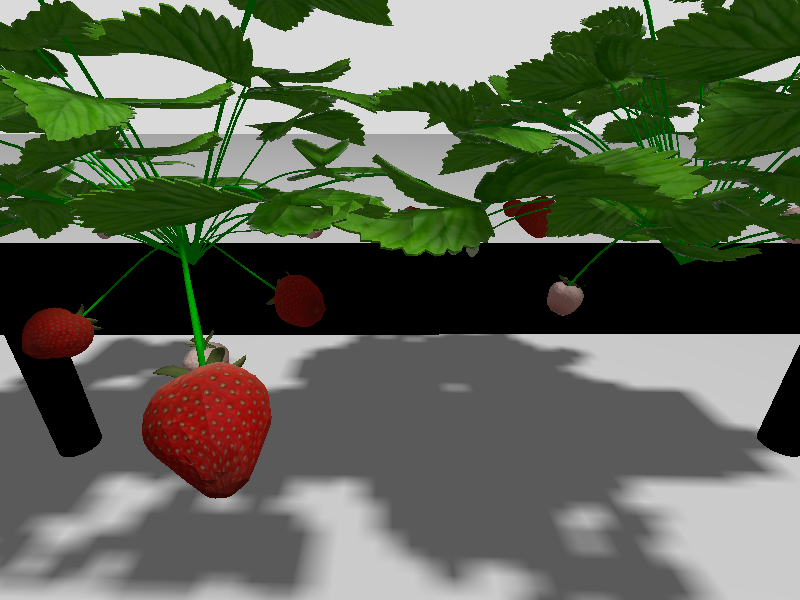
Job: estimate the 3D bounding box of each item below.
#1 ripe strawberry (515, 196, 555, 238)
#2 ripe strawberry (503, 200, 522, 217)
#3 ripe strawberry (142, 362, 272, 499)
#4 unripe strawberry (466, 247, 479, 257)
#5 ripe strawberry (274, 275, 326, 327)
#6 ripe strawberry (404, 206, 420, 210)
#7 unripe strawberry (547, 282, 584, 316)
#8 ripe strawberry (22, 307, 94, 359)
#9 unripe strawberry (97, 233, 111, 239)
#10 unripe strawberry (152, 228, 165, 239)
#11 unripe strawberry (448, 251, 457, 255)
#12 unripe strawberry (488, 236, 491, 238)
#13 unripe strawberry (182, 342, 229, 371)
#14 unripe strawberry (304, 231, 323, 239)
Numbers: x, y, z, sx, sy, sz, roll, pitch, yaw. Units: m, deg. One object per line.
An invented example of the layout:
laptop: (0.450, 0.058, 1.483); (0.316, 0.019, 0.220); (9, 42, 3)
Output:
ripe strawberry: (0.154, -0.094, 0.452); (0.048, 0.047, 0.045); (21, 32, 39)
ripe strawberry: (0.152, -0.124, 0.540); (0.027, 0.023, 0.027); (-13, 27, -26)
ripe strawberry: (-0.067, 0.047, 0.143); (0.042, 0.044, 0.046); (-12, 42, -25)
unripe strawberry: (0.063, -0.043, 0.349); (0.011, 0.011, 0.011); (-2, 24, -4)
ripe strawberry: (-0.062, 0.002, 0.250); (0.033, 0.034, 0.030); (22, 32, 39)
ripe strawberry: (0.016, -0.093, 0.463); (0.030, 0.031, 0.027); (-12, 27, -26)
unripe strawberry: (0.111, -0.001, 0.272); (0.021, 0.022, 0.024); (23, 5, -41)
ripe strawberry: (-0.188, 0.019, 0.218); (0.032, 0.027, 0.032); (0, 25, -1)
unripe strawberry: (-0.326, -0.075, 0.442); (0.016, 0.016, 0.015); (-8, 16, 36)
unripe strawberry: (-0.263, -0.073, 0.438); (0.012, 0.013, 0.013); (-21, 32, -38)
unripe strawberry: (0.051, -0.047, 0.378); (0.010, 0.010, 0.009); (-1, 24, -3)
unripe strawberry: (0.094, -0.072, 0.441); (0.011, 0.012, 0.010); (-41, -1, 35)
unripe strawberry: (-0.097, 0.032, 0.202); (0.022, 0.022, 0.019); (-12, 27, -25)
unripe strawberry: (-0.098, -0.082, 0.443); (0.031, 0.026, 0.031); (-21, 31, -39)
